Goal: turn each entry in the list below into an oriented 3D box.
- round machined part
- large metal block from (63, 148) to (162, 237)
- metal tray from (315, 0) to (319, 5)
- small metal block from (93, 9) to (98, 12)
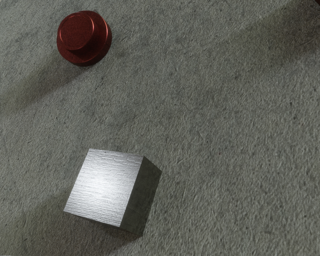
[{"bbox_3d":[-0.137,-0.160,0.540,0.098,0.042,0.097,-2,80,14],"label":"round machined part"},{"bbox_3d":[-0.054,0.075,0.369,0.080,0.050,0.080,5,64,30],"label":"large metal block"},{"bbox_3d":[0.263,-0.188,0.377,0.130,0.030,0.090,-24,53,12],"label":"metal tray"},{"bbox_3d":[-0.131,-0.191,0.587,0.050,0.025,0.050,-30,52,8],"label":"small metal block"}]
